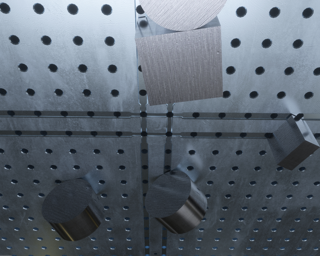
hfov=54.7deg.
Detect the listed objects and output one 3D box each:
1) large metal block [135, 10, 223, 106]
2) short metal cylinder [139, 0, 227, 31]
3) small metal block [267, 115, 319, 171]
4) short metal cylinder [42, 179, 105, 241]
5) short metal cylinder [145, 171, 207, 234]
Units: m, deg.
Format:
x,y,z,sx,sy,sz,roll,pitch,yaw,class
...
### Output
x,y,z,sx,sy,sz,roll,pitch,yaw,class
0.022,-0.075,0.331,0.080,0.050,0.080,-7,130,5,large metal block
0.020,-0.136,0.279,0.081,0.050,0.079,0,130,0,short metal cylinder
0.176,0.020,0.413,0.025,0.050,0.050,22,127,-18,small metal block
-0.134,0.126,0.482,0.080,0.080,0.050,-11,129,9,short metal cylinder
0.024,0.112,0.471,0.080,0.080,0.050,-26,126,20,short metal cylinder
